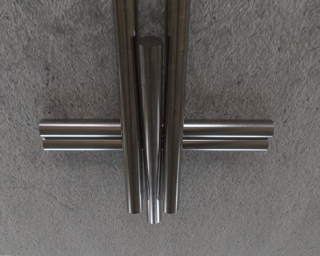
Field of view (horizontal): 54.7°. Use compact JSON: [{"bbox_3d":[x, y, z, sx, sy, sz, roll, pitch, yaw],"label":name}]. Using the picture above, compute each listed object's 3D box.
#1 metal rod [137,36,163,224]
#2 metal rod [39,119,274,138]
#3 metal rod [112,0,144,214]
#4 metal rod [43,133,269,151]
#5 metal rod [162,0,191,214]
[{"bbox_3d":[-0.010,0.029,0.400,0.025,0.025,0.298,0,130,0],"label":"metal rod"},{"bbox_3d":[-0.003,0.000,0.410,0.302,0.025,0.025,0,130,-1],"label":"metal rod"},{"bbox_3d":[-0.035,-0.010,0.372,0.025,0.025,0.298,0,122,-1],"label":"metal rod"},{"bbox_3d":[-0.005,0.019,0.426,0.302,0.025,0.025,0,130,-1],"label":"metal rod"},{"bbox_3d":[0.016,-0.010,0.372,0.025,0.025,0.298,0,122,-1],"label":"metal rod"}]
